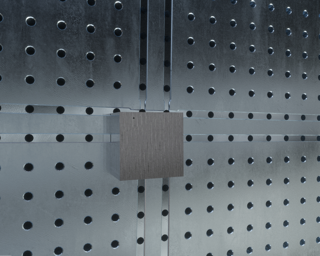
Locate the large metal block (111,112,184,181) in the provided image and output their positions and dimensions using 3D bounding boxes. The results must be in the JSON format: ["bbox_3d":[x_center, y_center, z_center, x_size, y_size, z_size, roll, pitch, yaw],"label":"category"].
[{"bbox_3d":[-0.017,0.021,0.394,0.081,0.050,0.079,-1,90,-21],"label":"large metal block"}]
